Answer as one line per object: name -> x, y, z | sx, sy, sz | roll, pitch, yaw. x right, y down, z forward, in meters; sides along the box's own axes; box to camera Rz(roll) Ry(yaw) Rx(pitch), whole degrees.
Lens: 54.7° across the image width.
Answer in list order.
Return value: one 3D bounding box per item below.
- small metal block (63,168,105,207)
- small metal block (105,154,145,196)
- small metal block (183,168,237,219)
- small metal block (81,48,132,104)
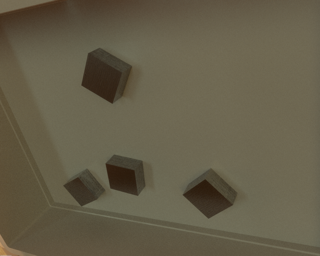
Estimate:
small metal block -> -0.133, 0.105, 0.544 | 0.050, 0.025, 0.050 | -30, 102, 38
small metal block -> -0.053, 0.073, 0.482 | 0.050, 0.025, 0.050 | 10, 123, 23
small metal block -> 0.069, 0.091, 0.429 | 0.050, 0.025, 0.050 | 43, 129, -2
small metal block -> -0.070, -0.068, 0.404 | 0.050, 0.025, 0.050 | 31, 128, 8
